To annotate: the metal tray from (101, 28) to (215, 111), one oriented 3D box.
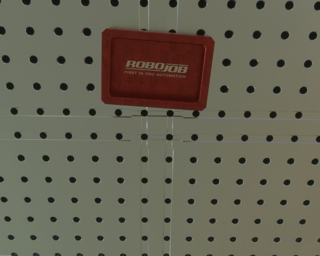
[{"bbox_3d":[-0.004,-0.072,0.383,0.131,0.030,0.089,4,110,-2],"label":"metal tray"}]
